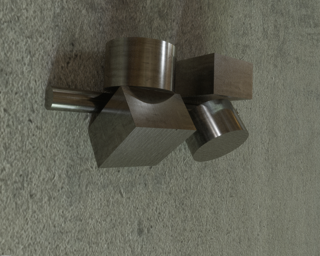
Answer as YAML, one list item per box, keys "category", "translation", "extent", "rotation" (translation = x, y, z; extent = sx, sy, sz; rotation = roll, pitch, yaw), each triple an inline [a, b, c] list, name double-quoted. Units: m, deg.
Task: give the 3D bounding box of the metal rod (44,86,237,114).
- category: "metal rod"
  translation: [0.003, -0.025, 0.411]
  extent: [0.302, 0.025, 0.025]
  rotation: [3, 88, -40]

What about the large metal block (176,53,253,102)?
- category: "large metal block"
  translation: [0.070, -0.065, 0.428]
  extent: [0.081, 0.080, 0.050]
  rotation: [2, 89, -40]

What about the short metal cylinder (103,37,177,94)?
- category: "short metal cylinder"
  translation: [-0.022, -0.066, 0.351]
  extent: [0.081, 0.080, 0.050]
  rotation: [4, 88, -40]

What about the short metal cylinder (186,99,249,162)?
- category: "short metal cylinder"
  translation: [0.073, 0.005, 0.423]
  extent: [0.081, 0.080, 0.050]
  rotation: [2, 54, -40]

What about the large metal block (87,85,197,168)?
- category: "large metal block"
  translation: [-0.022, 0.002, 0.344]
  extent: [0.081, 0.080, 0.050]
  rotation: [3, 54, -40]
